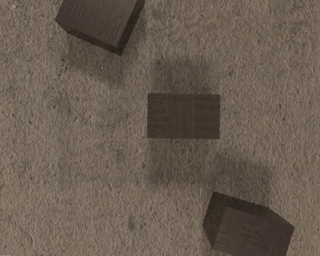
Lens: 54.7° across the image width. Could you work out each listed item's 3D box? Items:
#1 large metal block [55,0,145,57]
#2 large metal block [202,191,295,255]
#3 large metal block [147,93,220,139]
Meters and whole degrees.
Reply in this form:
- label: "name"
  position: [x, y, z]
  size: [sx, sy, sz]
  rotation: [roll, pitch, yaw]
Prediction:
- label: "large metal block"
  position: [-0.073, -0.150, 0.396]
  size: [0.080, 0.050, 0.080]
  rotation: [24, 90, -1]
- label: "large metal block"
  position: [0.104, 0.122, 0.384]
  size: [0.080, 0.080, 0.050]
  rotation: [17, 90, -1]
- label: "large metal block"
  position: [0.026, -0.013, 0.383]
  size: [0.081, 0.080, 0.050]
  rotation: [1, 90, -1]
